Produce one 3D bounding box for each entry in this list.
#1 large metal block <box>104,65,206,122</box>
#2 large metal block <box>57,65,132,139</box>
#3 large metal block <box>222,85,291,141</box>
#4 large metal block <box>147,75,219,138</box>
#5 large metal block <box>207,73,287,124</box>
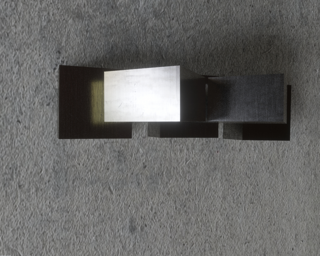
[{"bbox_3d":[-0.002,-0.032,0.328,0.080,0.080,0.050,-2,92,-66],"label":"large metal block"},{"bbox_3d":[-0.079,-0.028,0.369,0.081,0.050,0.079,0,90,-21],"label":"large metal block"},{"bbox_3d":[0.140,-0.023,0.451,0.081,0.050,0.079,2,90,-21],"label":"large metal block"},{"bbox_3d":[0.030,-0.028,0.409,0.081,0.050,0.079,1,90,-21],"label":"large metal block"},{"bbox_3d":[0.107,-0.031,0.371,0.080,0.080,0.050,1,89,24],"label":"large metal block"}]
